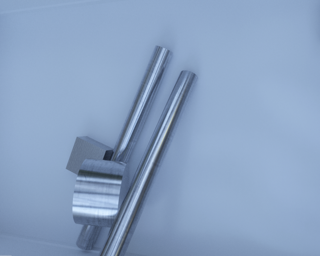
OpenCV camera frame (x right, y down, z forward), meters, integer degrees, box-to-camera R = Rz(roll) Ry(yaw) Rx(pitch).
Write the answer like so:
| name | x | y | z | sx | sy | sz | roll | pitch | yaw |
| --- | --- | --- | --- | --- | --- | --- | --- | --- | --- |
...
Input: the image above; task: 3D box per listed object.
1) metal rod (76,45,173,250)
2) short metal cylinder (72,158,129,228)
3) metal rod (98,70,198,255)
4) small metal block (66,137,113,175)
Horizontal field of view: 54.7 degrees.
| name | x | y | z | sx | sy | sz | roll | pitch | yaw |
| --- | --- | --- | --- | --- | --- | --- | --- | --- | --- |
| metal rod | -0.052 | 0.032 | 0.427 | 0.025 | 0.025 | 0.298 | 25 | 98 | 18 |
| short metal cylinder | -0.069 | 0.079 | 0.380 | 0.050 | 0.080 | 0.079 | 6 | 92 | 2 |
| metal rod | -0.020 | 0.063 | 0.350 | 0.025 | 0.025 | 0.300 | 17 | 70 | 19 |
| small metal block | -0.100 | 0.045 | 0.444 | 0.050 | 0.025 | 0.050 | 23 | 97 | 18 |
